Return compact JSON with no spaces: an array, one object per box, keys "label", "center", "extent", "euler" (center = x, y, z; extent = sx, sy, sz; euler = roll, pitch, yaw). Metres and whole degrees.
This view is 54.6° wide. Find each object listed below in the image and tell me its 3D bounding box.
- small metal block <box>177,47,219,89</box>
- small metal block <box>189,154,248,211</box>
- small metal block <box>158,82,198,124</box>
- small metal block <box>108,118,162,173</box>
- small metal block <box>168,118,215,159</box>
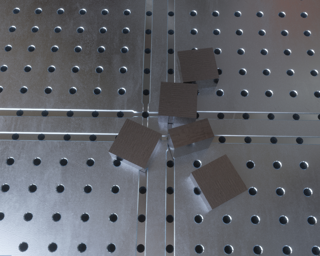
[{"label":"small metal block","center":[0.053,-0.084,0.443],"extent":[0.050,0.025,0.050],"euler":[-7,70,-3]},{"label":"small metal block","center":[0.072,0.068,0.387],"extent":[0.050,0.025,0.050],"euler":[-26,72,-9]},{"label":"small metal block","center":[0.025,-0.034,0.424],"extent":[0.050,0.025,0.050],"euler":[4,70,1]},{"label":"small metal block","center":[-0.031,0.023,0.403],"extent":[0.050,0.025,0.050],"euler":[24,72,8]},{"label":"small metal block","center":[0.037,0.014,0.394],"extent":[0.050,0.050,0.025],"euler":[-16,71,-6]}]
